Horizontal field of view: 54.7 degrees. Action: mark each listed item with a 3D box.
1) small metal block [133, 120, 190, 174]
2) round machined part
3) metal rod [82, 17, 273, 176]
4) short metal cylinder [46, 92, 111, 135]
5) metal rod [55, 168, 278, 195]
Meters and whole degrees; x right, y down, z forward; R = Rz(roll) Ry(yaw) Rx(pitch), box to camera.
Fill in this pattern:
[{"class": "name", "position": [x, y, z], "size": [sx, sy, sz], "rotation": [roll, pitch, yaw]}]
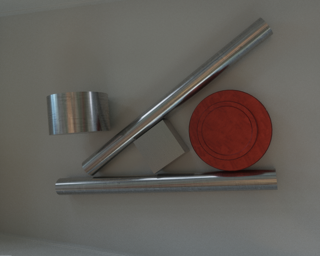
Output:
[{"class": "small metal block", "position": [0.002, 0.024, 0.407], "size": [0.050, 0.025, 0.050], "rotation": [-37, 79, 16]}, {"class": "round machined part", "position": [0.082, 0.003, 0.369], "size": [0.098, 0.042, 0.097], "rotation": [0, 90, 19]}, {"class": "metal rod", "position": [0.012, -0.031, 0.404], "size": [0.300, 0.025, 0.025], "rotation": [-38, 78, 15]}, {"class": "short metal cylinder", "position": [-0.109, -0.018, 0.417], "size": [0.080, 0.080, 0.050], "rotation": [-5, 89, 19]}, {"class": "metal rod", "position": [-0.006, 0.073, 0.410], "size": [0.301, 0.025, 0.025], "rotation": [-6, 88, 19]}]
